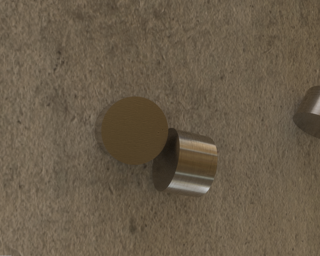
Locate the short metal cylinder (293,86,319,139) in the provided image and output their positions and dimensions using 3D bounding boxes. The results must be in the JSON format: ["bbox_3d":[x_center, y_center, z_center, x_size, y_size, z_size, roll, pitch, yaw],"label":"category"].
[{"bbox_3d":[0.255,-0.021,0.476,0.080,0.080,0.050,36,78,-17],"label":"short metal cylinder"}]

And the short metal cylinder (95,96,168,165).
[{"bbox_3d":[-0.036,0.003,0.383,0.081,0.050,0.079,0,90,-21],"label":"short metal cylinder"}]

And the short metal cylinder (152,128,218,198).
[{"bbox_3d":[0.029,0.044,0.392,0.050,0.080,0.080,14,85,-20],"label":"short metal cylinder"}]
